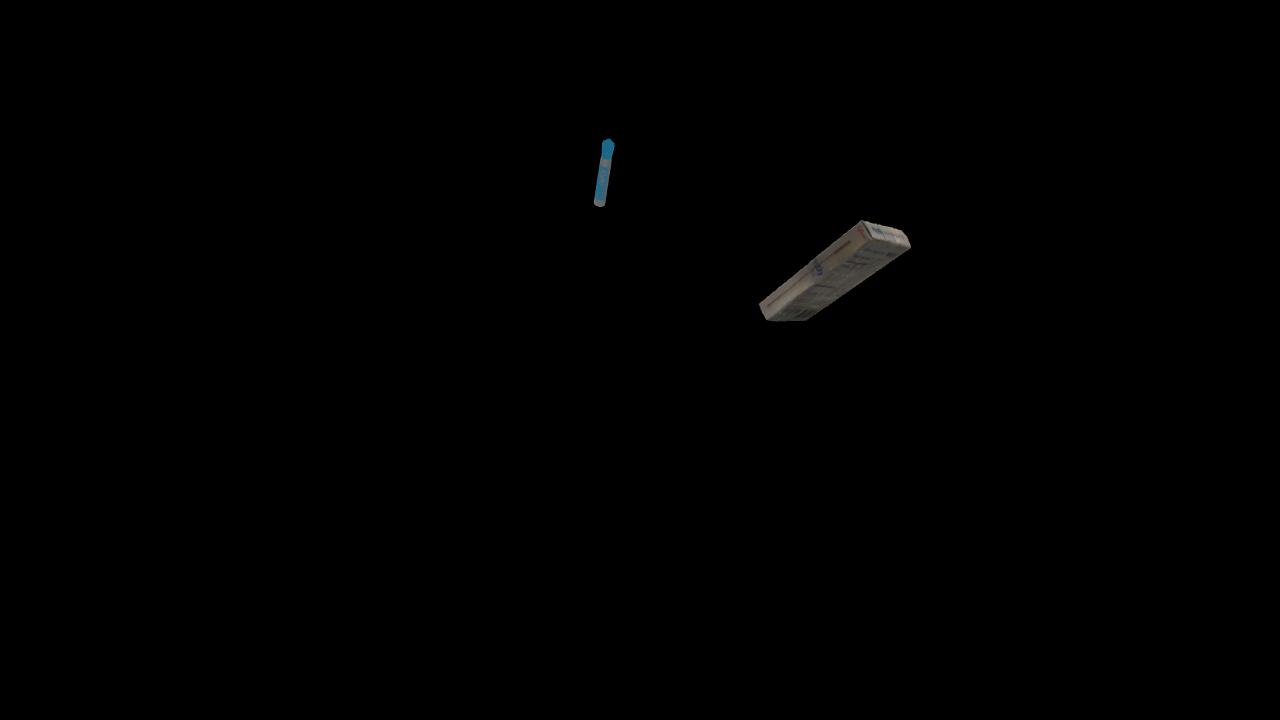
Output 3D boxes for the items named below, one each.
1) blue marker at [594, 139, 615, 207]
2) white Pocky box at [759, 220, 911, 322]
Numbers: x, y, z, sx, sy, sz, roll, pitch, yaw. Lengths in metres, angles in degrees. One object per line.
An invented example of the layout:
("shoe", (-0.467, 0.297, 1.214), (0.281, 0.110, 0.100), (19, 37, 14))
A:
("blue marker", (-0.055, -0.286, 0.942), (0.020, 0.020, 0.121), (0, -33, -12))
("white Pocky box", (0.213, -0.093, 0.685), (0.084, 0.028, 0.154), (-2, -28, -40))
